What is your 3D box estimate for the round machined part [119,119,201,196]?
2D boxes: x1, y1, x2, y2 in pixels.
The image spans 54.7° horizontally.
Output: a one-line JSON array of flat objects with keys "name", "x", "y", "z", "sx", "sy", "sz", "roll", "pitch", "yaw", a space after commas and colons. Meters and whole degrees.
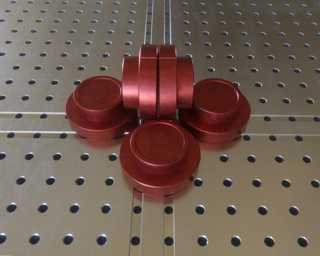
[{"name": "round machined part", "x": 0.000, "y": 0.028, "z": 0.373, "sx": 0.099, "sy": 0.042, "sz": 0.098, "roll": 0, "pitch": 50, "yaw": 0}]

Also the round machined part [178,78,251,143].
[{"name": "round machined part", "x": 0.074, "y": -0.031, "z": 0.422, "sx": 0.099, "sy": 0.042, "sz": 0.098, "roll": 0, "pitch": 50, "yaw": 0}]

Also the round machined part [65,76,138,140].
[{"name": "round machined part", "x": -0.080, "y": -0.034, "z": 0.424, "sx": 0.099, "sy": 0.042, "sz": 0.098, "roll": 0, "pitch": 50, "yaw": 0}]

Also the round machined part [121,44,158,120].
[{"name": "round machined part", "x": -0.024, "y": -0.058, "z": 0.401, "sx": 0.042, "sy": 0.097, "sz": 0.098, "roll": 1, "pitch": 50, "yaw": 1}]

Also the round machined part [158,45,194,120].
[{"name": "round machined part", "x": 0.019, "y": -0.058, "z": 0.402, "sx": 0.042, "sy": 0.097, "sz": 0.098, "roll": -1, "pitch": 50, "yaw": -1}]
